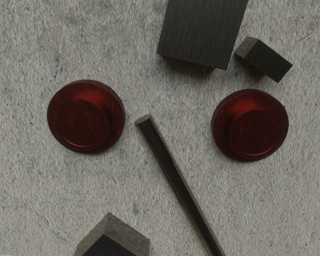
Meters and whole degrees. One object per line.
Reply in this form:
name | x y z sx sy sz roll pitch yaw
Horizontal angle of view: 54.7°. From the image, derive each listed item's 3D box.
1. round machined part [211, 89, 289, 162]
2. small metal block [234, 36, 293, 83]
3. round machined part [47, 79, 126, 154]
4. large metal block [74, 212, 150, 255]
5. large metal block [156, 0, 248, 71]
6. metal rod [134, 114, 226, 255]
round machined part | 0.118 0.001 0.402 0.099 0.042 0.097 0 110 0
small metal block | 0.121 -0.082 0.367 0.050 0.050 0.025 32 107 -11
round machined part | -0.095 -0.010 0.396 0.099 0.042 0.097 0 110 0
large metal block | -0.073 0.188 0.465 0.080 0.050 0.080 39 105 -13
large metal block | 0.045 -0.118 0.353 0.081 0.050 0.079 13 110 -5
metal rod | 0.043 0.114 0.452 0.025 0.025 0.299 -25 109 9
